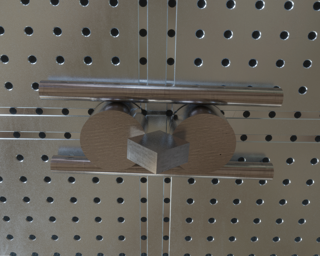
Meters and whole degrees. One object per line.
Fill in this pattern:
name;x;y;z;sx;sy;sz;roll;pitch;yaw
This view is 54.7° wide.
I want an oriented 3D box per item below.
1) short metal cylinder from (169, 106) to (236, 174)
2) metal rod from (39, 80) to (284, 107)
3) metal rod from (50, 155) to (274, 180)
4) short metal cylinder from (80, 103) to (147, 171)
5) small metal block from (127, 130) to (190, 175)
short metal cylinder;0.053;0.012;0.401;0.081;0.050;0.079;0;110;0
metal rod;0.002;-0.043;0.394;0.302;0.025;0.025;2;110;-1
metal rod;0.004;0.055;0.430;0.302;0.025;0.025;2;110;-1
short metal cylinder;-0.057;0.008;0.399;0.081;0.050;0.079;0;110;0
small metal block;-0.002;0.026;0.357;0.050;0.050;0.025;-14;116;-42
